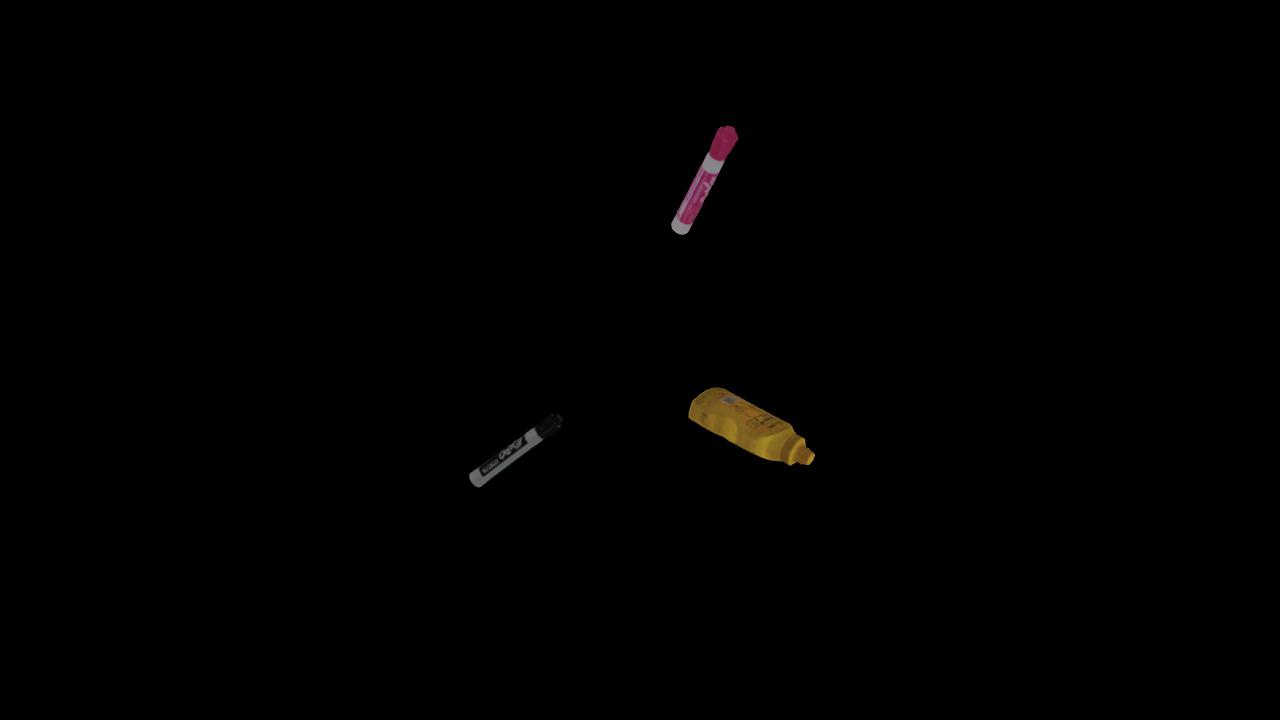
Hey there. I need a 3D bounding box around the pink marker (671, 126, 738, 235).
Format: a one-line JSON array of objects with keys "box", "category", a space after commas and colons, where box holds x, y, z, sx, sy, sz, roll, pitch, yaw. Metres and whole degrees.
[{"box": [0.057, -0.161, 0.559, 0.020, 0.020, 0.121, 0, -31, -20], "category": "pink marker"}]

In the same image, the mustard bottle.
[{"box": [0.164, 0.099, 0.874, 0.184, 0.054, 0.092, 28, 21, 36], "category": "mustard bottle"}]

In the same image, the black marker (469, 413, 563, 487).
[{"box": [-0.131, 0.095, 0.653, 0.121, 0.020, 0.020, -36, -8, 11], "category": "black marker"}]
